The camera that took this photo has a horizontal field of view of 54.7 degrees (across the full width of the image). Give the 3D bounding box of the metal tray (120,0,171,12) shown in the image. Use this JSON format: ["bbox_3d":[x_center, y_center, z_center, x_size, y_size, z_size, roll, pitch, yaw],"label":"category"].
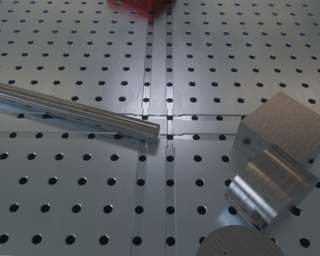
[{"bbox_3d":[-0.041,-0.295,0.652,0.130,0.030,0.090,28,55,21],"label":"metal tray"}]

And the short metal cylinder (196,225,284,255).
[{"bbox_3d":[0.069,0.136,0.278,0.081,0.050,0.080,0,50,0],"label":"short metal cylinder"}]

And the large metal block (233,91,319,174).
[{"bbox_3d":[0.152,0.011,0.383,0.080,0.050,0.080,-34,58,-25],"label":"large metal block"}]

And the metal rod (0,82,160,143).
[{"bbox_3d":[-0.146,-0.031,0.431,0.301,0.025,0.025,15,52,12],"label":"metal rod"}]

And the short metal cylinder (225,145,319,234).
[{"bbox_3d":[0.114,0.064,0.319,0.081,0.080,0.050,-30,56,-23],"label":"short metal cylinder"}]
